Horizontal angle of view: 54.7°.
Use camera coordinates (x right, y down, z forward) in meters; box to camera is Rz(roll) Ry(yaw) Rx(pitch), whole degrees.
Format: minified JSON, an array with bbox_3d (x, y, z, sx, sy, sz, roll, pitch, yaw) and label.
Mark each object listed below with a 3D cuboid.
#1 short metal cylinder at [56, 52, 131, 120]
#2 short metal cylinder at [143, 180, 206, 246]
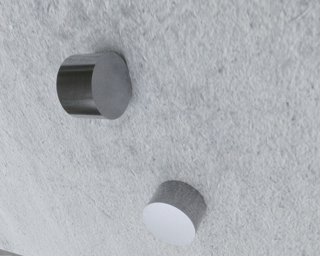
[{"bbox_3d":[-0.078,-0.051,0.379,0.050,0.080,0.079,3,120,26],"label":"short metal cylinder"},{"bbox_3d":[0.022,0.124,0.455,0.080,0.050,0.079,13,124,20],"label":"short metal cylinder"}]
